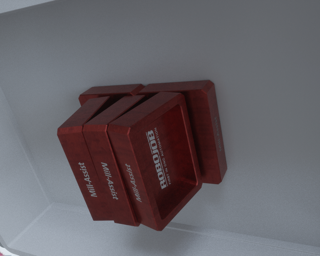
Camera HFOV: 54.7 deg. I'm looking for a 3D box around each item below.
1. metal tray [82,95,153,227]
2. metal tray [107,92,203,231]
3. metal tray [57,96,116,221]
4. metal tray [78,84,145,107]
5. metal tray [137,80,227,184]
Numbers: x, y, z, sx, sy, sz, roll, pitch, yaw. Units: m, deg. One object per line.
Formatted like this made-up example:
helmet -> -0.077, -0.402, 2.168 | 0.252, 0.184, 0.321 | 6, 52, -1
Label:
metal tray -> -0.034, 0.037, 0.364 | 0.030, 0.090, 0.129 | 0, 116, 28
metal tray -> 0.001, 0.036, 0.344 | 0.030, 0.091, 0.129 | 9, 124, 40
metal tray -> -0.070, 0.037, 0.382 | 0.030, 0.090, 0.129 | -6, 116, 17
metal tray -> -0.051, 0.006, 0.433 | 0.090, 0.030, 0.129 | 0, 119, 28
metal tray -> 0.030, 0.008, 0.392 | 0.090, 0.030, 0.129 | 0, 119, 28
